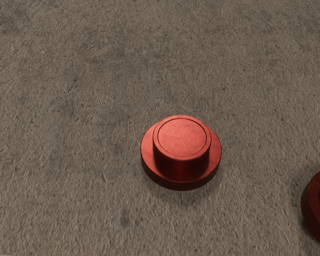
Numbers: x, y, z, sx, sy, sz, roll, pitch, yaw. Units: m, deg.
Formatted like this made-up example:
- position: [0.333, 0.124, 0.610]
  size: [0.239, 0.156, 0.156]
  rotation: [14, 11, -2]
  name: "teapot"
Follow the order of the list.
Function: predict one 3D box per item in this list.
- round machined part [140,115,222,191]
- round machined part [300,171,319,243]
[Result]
- position: [0.025, 0.023, 0.374]
  size: [0.099, 0.042, 0.098]
  rotation: [0, 50, 0]
  name: "round machined part"
- position: [0.195, 0.091, 0.318]
  size: [0.099, 0.042, 0.098]
  rotation: [0, 50, 0]
  name: "round machined part"
